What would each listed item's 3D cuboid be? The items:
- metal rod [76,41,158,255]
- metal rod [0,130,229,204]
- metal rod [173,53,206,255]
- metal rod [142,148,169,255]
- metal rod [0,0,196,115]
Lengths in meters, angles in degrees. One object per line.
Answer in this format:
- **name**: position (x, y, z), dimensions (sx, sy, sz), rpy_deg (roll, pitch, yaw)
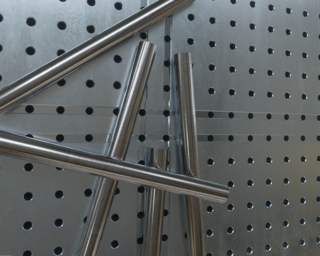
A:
- **metal rod**: position (-0.056, 0.034, 0.392), dimensions (0.025, 0.025, 0.299), rpy_deg (18, 84, -20)
- **metal rod**: position (-0.051, 0.049, 0.366), dimensions (0.302, 0.025, 0.025), rpy_deg (16, 85, -19)
- **metal rod**: position (0.042, 0.048, 0.429), dimensions (0.025, 0.025, 0.298), rpy_deg (-5, 92, -20)
- **metal rod**: position (-0.012, 0.176, 0.409), dimensions (0.025, 0.025, 0.298), rpy_deg (5, 88, -20)
- **metal rod**: position (-0.066, -0.110, 0.388), dimensions (0.301, 0.025, 0.025), rpy_deg (-36, 102, -17)
